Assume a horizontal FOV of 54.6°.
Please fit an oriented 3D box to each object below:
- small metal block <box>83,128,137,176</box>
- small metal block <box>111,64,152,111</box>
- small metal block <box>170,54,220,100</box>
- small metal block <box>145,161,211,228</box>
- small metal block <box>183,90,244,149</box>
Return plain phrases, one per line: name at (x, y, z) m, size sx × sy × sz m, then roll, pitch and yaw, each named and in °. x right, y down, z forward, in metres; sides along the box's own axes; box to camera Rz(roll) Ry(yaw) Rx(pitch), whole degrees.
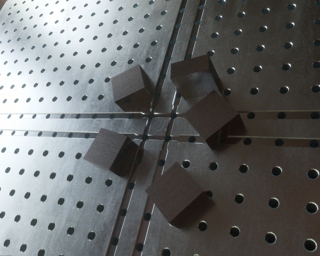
small metal block at (-0.069, 0.032, 0.426) m, size 0.050 × 0.025 × 0.050 m, roll 16°, pitch 70°, yaw 34°
small metal block at (-0.044, -0.062, 0.470) m, size 0.050 × 0.025 × 0.050 m, roll -24°, pitch 53°, yaw 13°
small metal block at (0.047, -0.066, 0.409) m, size 0.050 × 0.050 × 0.025 m, roll -10°, pitch 58°, yaw 23°
small metal block at (0.020, 0.075, 0.353) m, size 0.050 × 0.025 × 0.050 m, roll -43°, pitch 51°, yaw -1°
small metal block at (0.065, -0.011, 0.382) m, size 0.050 × 0.025 × 0.050 m, roll -38°, pitch 51°, yaw 2°
